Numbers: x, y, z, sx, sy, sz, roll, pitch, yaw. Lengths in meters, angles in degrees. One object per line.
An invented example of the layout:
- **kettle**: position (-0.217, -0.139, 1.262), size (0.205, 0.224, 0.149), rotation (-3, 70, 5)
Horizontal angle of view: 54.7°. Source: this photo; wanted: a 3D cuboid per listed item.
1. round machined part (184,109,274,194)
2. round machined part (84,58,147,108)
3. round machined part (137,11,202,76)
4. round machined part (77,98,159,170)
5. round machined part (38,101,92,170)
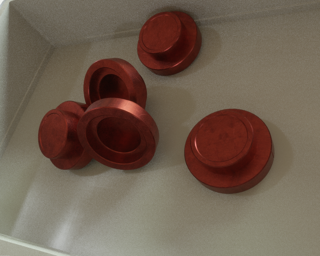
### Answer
- **round machined part**: position (0.073, 0.020, 0.344), size (0.098, 0.042, 0.098), rotation (-13, 56, 20)
- **round machined part**: position (-0.057, -0.048, 0.431), size (0.098, 0.042, 0.097), rotation (12, 112, 33)
- **round machined part**: position (0.008, -0.130, 0.457), size (0.098, 0.042, 0.098), rotation (-8, 70, 25)
- **round machined part**: position (-0.049, 0.003, 0.387), size (0.098, 0.098, 0.042), rotation (-10, 33, 22)
- **round machined part**: position (-0.133, 0.009, 0.434), size (0.098, 0.042, 0.097), rotation (-6, 81, 37)
